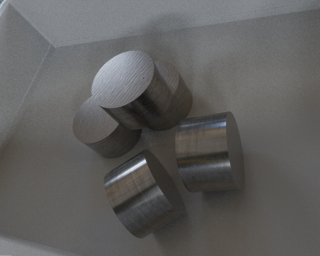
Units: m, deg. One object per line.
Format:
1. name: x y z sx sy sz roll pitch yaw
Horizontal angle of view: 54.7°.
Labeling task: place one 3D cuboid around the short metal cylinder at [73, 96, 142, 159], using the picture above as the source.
1. short metal cylinder: -0.072 -0.004 0.428 0.080 0.050 0.080 -13 56 21

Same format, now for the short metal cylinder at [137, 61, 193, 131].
1. short metal cylinder: -0.003 -0.043 0.416 0.080 0.050 0.080 -13 56 20

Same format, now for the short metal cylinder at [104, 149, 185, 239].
1. short metal cylinder: -0.016 0.070 0.335 0.050 0.080 0.080 -33 52 7

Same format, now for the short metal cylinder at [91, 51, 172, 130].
1. short metal cylinder: -0.033 -0.045 0.368 0.080 0.050 0.080 -13 56 20

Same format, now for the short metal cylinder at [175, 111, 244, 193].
1. short metal cylinder: 0.055 0.026 0.325 0.050 0.080 0.080 -9 58 23
